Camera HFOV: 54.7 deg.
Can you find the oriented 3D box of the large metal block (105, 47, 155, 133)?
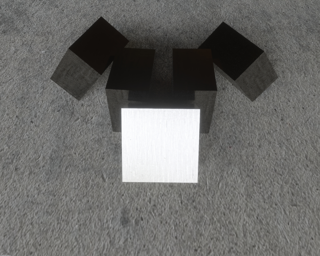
[{"bbox_3d":[-0.034,-0.048,0.409,0.050,0.080,0.080,4,50,3],"label":"large metal block"}]

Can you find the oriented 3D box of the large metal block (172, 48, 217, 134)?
[{"bbox_3d":[0.041,-0.048,0.410,0.050,0.080,0.080,1,50,0],"label":"large metal block"}]

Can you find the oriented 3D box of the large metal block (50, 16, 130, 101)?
[{"bbox_3d":[-0.099,-0.096,0.437,0.050,0.080,0.080,40,52,-15],"label":"large metal block"}]

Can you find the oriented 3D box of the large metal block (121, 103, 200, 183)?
[{"bbox_3d":[0.001,0.014,0.349,0.081,0.079,0.050,1,11,0],"label":"large metal block"}]

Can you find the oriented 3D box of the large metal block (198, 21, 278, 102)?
[{"bbox_3d":[0.111,-0.092,0.440,0.050,0.080,0.080,-46,56,11],"label":"large metal block"}]
